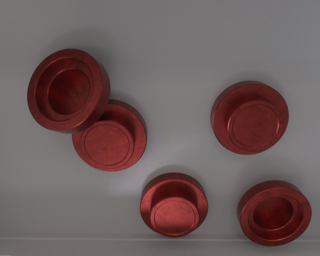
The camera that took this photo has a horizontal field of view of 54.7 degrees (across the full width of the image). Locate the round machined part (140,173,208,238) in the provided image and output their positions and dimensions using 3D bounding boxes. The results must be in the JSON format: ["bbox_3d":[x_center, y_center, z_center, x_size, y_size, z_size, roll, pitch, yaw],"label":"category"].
[{"bbox_3d":[0.020,0.117,0.445,0.099,0.042,0.097,0,110,0],"label":"round machined part"}]

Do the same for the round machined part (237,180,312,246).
[{"bbox_3d":[0.160,0.118,0.447,0.099,0.042,0.097,0,110,0],"label":"round machined part"}]

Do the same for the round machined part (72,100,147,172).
[{"bbox_3d":[-0.067,0.015,0.407,0.099,0.042,0.097,0,110,0],"label":"round machined part"}]

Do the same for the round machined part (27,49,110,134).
[{"bbox_3d":[-0.103,-0.041,0.370,0.098,0.042,0.098,-3,78,17],"label":"round machined part"}]

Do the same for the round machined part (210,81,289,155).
[{"bbox_3d":[0.117,-0.009,0.400,0.099,0.042,0.097,0,110,0],"label":"round machined part"}]
